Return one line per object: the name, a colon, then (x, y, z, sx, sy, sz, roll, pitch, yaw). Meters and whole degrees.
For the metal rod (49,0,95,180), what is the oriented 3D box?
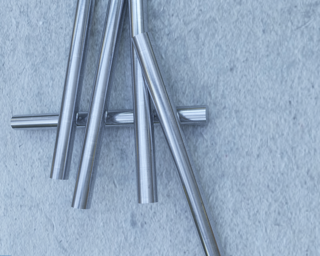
metal rod: (-0.117, -0.080, 0.430, 0.025, 0.025, 0.298, 5, 85, 19)

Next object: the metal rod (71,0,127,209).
metal rod: (-0.078, -0.045, 0.412, 0.025, 0.025, 0.298, 7, 84, 19)

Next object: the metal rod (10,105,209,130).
metal rod: (-0.083, -0.013, 0.436, 0.301, 0.025, 0.025, -2, 90, 19)

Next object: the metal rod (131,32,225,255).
metal rod: (0.025, 0.031, 0.378, 0.025, 0.025, 0.298, -18, 92, 19)

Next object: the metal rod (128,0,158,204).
metal rod: (-0.023, -0.058, 0.394, 0.025, 0.025, 0.298, -7, 80, 19)
